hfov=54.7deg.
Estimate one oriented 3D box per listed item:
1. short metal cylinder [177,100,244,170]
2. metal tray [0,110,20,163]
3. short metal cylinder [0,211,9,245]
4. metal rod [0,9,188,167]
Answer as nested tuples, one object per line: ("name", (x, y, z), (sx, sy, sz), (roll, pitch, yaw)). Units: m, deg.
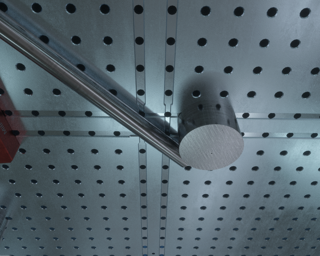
("short metal cylinder", (0.064, 0.010, 0.405), (0.081, 0.050, 0.079), (0, 130, 0))
("metal tray", (-0.252, -0.007, 0.398), (0.091, 0.030, 0.129), (-4, 130, 3))
("short metal cylinder", (-0.317, 0.181, 0.545), (0.081, 0.050, 0.079), (0, 130, 0))
("metal rod", (-0.068, -0.034, 0.381), (0.025, 0.025, 0.301), (-37, 122, 27))
